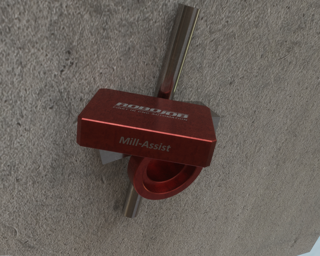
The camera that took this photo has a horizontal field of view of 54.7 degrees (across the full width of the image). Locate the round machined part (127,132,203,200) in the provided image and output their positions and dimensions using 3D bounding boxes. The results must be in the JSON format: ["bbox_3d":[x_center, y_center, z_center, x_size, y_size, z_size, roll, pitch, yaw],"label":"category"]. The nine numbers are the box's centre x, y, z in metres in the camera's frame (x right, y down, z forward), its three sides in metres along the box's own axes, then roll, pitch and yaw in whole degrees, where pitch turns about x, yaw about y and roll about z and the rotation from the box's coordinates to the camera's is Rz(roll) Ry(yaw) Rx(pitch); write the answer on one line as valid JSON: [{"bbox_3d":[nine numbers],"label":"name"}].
[{"bbox_3d":[0.005,0.040,0.390,0.099,0.042,0.097,-16,129,-21],"label":"round machined part"}]

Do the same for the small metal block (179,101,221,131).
[{"bbox_3d":[0.042,-0.014,0.408,0.050,0.050,0.025,-2,119,-28],"label":"small metal block"}]

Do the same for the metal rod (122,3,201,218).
[{"bbox_3d":[-0.006,-0.005,0.404,0.025,0.025,0.298,2,117,-30],"label":"metal rod"}]

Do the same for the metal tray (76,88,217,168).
[{"bbox_3d":[-0.011,-0.004,0.329,0.131,0.090,0.030,10,115,-1],"label":"metal tray"}]

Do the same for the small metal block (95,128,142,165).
[{"bbox_3d":[-0.054,0.012,0.371,0.050,0.050,0.025,-18,126,-19],"label":"small metal block"}]
